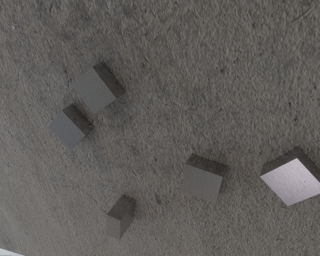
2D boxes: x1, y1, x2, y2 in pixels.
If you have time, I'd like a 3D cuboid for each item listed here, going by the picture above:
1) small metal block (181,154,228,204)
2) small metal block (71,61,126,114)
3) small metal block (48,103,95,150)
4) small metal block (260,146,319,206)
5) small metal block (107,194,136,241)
[{"bbox_3d":[0.059,0.069,0.418,0.050,0.025,0.050,18,126,18],"label":"small metal block"},{"bbox_3d":[-0.083,-0.054,0.417,0.050,0.025,0.050,-28,103,37],"label":"small metal block"},{"bbox_3d":[-0.137,-0.002,0.478,0.050,0.025,0.050,48,129,-6],"label":"small metal block"},{"bbox_3d":[0.155,0.057,0.360,0.050,0.025,0.050,46,129,-5],"label":"small metal block"},{"bbox_3d":[-0.065,0.149,0.517,0.025,0.050,0.050,19,126,17],"label":"small metal block"}]
